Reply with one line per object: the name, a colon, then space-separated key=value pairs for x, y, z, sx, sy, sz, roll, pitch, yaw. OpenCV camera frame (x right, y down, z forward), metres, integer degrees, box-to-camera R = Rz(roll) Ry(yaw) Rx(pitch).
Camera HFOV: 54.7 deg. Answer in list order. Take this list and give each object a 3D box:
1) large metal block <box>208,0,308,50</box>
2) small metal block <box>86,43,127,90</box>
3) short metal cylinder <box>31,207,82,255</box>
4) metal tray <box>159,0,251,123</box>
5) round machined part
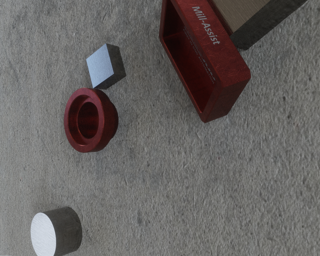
large metal block: x=0.090 y=-0.141 z=0.315 sx=0.080 sy=0.050 sz=0.080 roll=-39 pitch=66 yaw=33
small metal block: x=-0.083 y=-0.093 z=0.473 sx=0.050 sy=0.025 sz=0.050 roll=-26 pitch=74 yaw=37
short metal cylinder: x=-0.180 y=0.182 z=0.538 sx=0.080 sy=0.050 sz=0.080 roll=0 pitch=90 yaw=40
metal tray: x=0.040 y=-0.081 z=0.334 sx=0.090 sy=0.030 sz=0.130 roll=100 pitch=147 yaw=-67
round machined part: x=-0.102 y=-0.012 z=0.478 sx=0.098 sy=0.042 sz=0.097 roll=0 pitch=90 yaw=40
